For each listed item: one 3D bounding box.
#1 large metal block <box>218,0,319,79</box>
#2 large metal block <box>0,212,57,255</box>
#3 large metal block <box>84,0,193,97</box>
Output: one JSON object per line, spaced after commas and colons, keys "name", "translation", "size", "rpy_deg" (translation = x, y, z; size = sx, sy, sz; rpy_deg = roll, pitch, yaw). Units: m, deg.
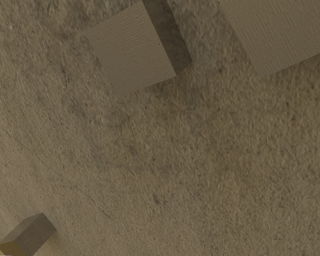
{"name": "large metal block", "translation": [0.110, -0.102, 0.269], "size": [0.080, 0.050, 0.080], "rpy_deg": [-23, 106, 36]}
{"name": "large metal block", "translation": [-0.285, 0.234, 0.663], "size": [0.080, 0.080, 0.050], "rpy_deg": [-25, 105, 36]}
{"name": "large metal block", "translation": [-0.022, -0.090, 0.345], "size": [0.080, 0.050, 0.080], "rpy_deg": [-15, 111, 33]}
